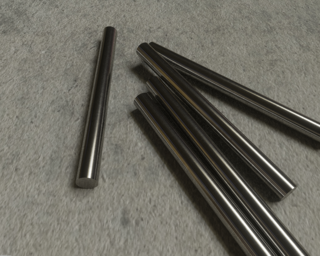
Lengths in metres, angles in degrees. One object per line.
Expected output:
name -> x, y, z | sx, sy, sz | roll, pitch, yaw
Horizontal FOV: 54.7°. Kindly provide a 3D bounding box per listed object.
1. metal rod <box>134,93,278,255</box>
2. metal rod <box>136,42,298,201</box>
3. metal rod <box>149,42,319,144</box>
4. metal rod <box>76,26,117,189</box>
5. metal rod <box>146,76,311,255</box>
metal rod -> 0.050, 0.060, 0.353 | 0.025, 0.025, 0.300 | -24, 54, -19
metal rod -> 0.058, -0.026, 0.417 | 0.025, 0.025, 0.300 | -28, 58, -22
metal rod -> 0.101, -0.058, 0.453 | 0.300, 0.025, 0.025 | 32, 57, 23
metal rod -> -0.085, -0.052, 0.445 | 0.025, 0.025, 0.300 | 0, 50, -1
metal rod -> 0.064, 0.034, 0.375 | 0.025, 0.025, 0.300 | -23, 54, -19
